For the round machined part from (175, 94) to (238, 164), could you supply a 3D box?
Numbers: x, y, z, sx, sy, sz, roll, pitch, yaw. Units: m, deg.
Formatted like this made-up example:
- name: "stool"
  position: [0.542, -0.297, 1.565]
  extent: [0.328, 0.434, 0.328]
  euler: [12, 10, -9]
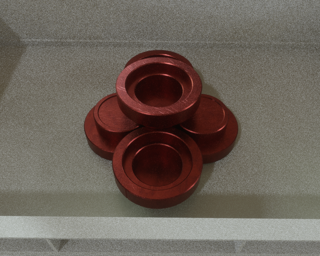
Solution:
- name: "round machined part"
  position: [0.051, -0.006, 0.397]
  extent: [0.099, 0.042, 0.098]
  euler: [0, 50, 0]

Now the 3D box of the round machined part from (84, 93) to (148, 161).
- name: "round machined part"
  position: [-0.048, -0.009, 0.398]
  extent: [0.099, 0.042, 0.098]
  euler: [0, 50, 0]

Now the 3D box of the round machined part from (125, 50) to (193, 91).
- name: "round machined part"
  position: [-0.002, -0.066, 0.447]
  extent: [0.099, 0.042, 0.098]
  euler: [0, 50, 0]

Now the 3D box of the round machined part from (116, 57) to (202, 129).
- name: "round machined part"
  position: [-0.001, -0.037, 0.368]
  extent: [0.099, 0.042, 0.098]
  euler: [0, 50, 0]

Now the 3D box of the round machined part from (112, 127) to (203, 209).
- name: "round machined part"
  position: [-0.003, 0.047, 0.352]
  extent: [0.099, 0.042, 0.098]
  euler: [0, 50, 0]
